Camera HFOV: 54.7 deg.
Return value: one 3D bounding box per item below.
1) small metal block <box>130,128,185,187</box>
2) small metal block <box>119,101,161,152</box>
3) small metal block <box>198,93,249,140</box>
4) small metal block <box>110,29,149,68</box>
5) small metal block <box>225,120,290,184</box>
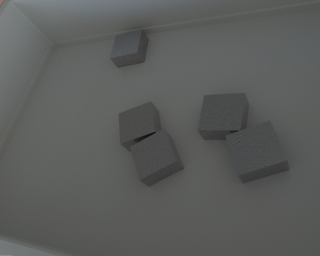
[{"bbox_3d":[-0.004,0.037,0.384,0.050,0.025,0.050,-29,52,9],"label":"small metal block"},{"bbox_3d":[-0.027,-0.002,0.419,0.050,0.025,0.050,-20,54,16],"label":"small metal block"},{"bbox_3d":[0.077,-0.013,0.373,0.050,0.025,0.050,0,61,27],"label":"small metal block"},{"bbox_3d":[-0.050,-0.131,0.510,0.050,0.025,0.050,-6,59,24],"label":"small metal block"},{"bbox_3d":[0.104,0.026,0.335,0.050,0.025,0.050,-21,54,15],"label":"small metal block"}]
